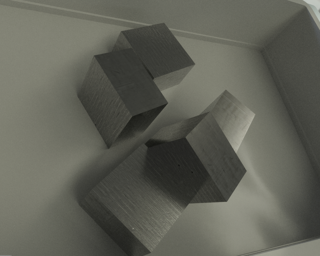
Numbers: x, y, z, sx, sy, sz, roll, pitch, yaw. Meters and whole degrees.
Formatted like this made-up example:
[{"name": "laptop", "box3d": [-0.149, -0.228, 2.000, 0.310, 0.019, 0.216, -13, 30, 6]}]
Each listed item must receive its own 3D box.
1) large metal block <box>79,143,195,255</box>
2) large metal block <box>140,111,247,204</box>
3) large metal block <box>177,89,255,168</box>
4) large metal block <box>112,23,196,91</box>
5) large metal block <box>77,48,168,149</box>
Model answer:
[{"name": "large metal block", "box3d": [-0.024, 0.077, 0.331, 0.080, 0.050, 0.080, 45, 51, 3]}, {"name": "large metal block", "box3d": [0.035, 0.037, 0.347, 0.050, 0.080, 0.080, -43, 106, -39]}, {"name": "large metal block", "box3d": [0.067, 0.009, 0.403, 0.050, 0.080, 0.080, 40, 50, -2]}, {"name": "large metal block", "box3d": [-0.011, -0.098, 0.445, 0.081, 0.050, 0.080, -26, 76, -37]}, {"name": "large metal block", "box3d": [-0.047, -0.034, 0.367, 0.050, 0.080, 0.080, -24, 75, -37]}]
